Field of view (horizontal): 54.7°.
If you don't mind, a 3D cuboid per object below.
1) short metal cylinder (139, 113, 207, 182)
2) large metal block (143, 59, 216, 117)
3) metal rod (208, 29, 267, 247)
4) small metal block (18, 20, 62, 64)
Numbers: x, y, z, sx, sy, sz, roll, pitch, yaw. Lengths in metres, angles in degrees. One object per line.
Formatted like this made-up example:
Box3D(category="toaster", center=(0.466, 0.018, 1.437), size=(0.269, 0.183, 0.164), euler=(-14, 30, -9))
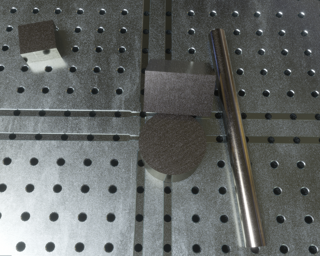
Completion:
Box3D(category="short metal cylinder", center=(0.015, 0.024, 0.390), size=(0.081, 0.050, 0.080), euler=(0, 70, 0))
Box3D(category="large metal block", center=(0.024, -0.054, 0.396), size=(0.081, 0.080, 0.050), euler=(4, 112, 1))
Box3D(category="metal rod", center=(0.099, -0.001, 0.413), size=(0.025, 0.025, 0.299), euler=(-5, 70, -2))
Box3D(category="small metal block", center=(-0.177, -0.127, 0.456), size=(0.050, 0.025, 0.050), euler=(-12, 71, -5))
